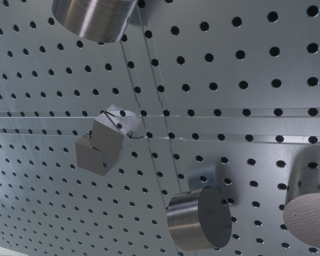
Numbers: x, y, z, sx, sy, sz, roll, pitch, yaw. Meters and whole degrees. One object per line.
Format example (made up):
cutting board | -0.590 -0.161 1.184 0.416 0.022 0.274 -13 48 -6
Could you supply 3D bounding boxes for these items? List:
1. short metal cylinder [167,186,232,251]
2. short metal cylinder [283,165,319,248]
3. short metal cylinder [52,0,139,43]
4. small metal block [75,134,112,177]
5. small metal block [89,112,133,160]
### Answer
short metal cylinder | 0.055 0.123 0.423 0.050 0.080 0.080 -23 106 36
short metal cylinder | 0.186 0.090 0.353 0.080 0.050 0.079 13 124 21
short metal cylinder | -0.067 -0.136 0.327 0.080 0.080 0.050 37 129 3
small metal block | -0.105 0.043 0.493 0.050 0.025 0.050 17 126 18
small metal block | -0.072 0.012 0.457 0.050 0.025 0.050 28 128 10
